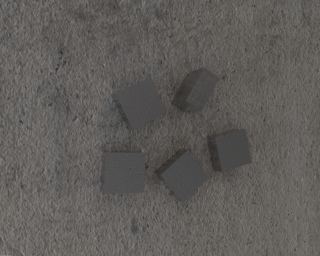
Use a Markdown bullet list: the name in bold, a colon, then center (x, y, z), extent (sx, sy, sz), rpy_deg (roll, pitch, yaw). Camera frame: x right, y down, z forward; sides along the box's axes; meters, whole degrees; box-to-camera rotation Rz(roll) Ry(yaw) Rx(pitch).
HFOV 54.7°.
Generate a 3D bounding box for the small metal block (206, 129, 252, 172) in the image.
- **small metal block**: center (0.100, 0.031, 0.446), extent (0.050, 0.025, 0.050), rpy_deg (-14, 95, -20)

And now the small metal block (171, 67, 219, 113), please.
- **small metal block**: center (0.046, -0.049, 0.412), extent (0.025, 0.050, 0.050), rpy_deg (32, 80, -17)

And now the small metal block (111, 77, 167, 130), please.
- **small metal block**: center (-0.027, -0.031, 0.399), extent (0.050, 0.025, 0.050), rpy_deg (-28, 99, -18)

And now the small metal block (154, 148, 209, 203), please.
- **small metal block**: center (0.030, 0.064, 0.420), extent (0.050, 0.025, 0.050), rpy_deg (-41, 103, -15)

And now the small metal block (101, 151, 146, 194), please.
- **small metal block**: center (-0.047, 0.055, 0.392), extent (0.050, 0.025, 0.050), rpy_deg (2, 89, -20)
